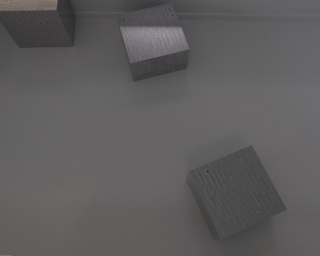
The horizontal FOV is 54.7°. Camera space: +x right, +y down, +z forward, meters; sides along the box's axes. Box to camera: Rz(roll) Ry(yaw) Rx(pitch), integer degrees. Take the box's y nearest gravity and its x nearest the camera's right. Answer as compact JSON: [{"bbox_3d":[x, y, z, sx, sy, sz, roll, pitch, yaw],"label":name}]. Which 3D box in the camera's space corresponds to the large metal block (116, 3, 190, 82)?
[{"bbox_3d":[-0.010,-0.121,0.440,0.081,0.050,0.080,-15,71,-6],"label":"large metal block"}]

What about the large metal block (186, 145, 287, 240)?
[{"bbox_3d":[0.086,0.077,0.368,0.080,0.050,0.080,-22,72,-8],"label":"large metal block"}]

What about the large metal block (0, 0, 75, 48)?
[{"bbox_3d":[-0.172,-0.158,0.437,0.081,0.080,0.050,-1,70,-1],"label":"large metal block"}]
